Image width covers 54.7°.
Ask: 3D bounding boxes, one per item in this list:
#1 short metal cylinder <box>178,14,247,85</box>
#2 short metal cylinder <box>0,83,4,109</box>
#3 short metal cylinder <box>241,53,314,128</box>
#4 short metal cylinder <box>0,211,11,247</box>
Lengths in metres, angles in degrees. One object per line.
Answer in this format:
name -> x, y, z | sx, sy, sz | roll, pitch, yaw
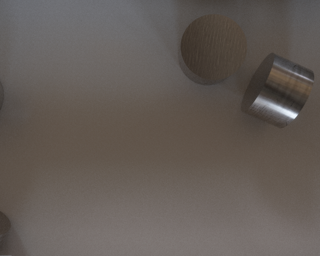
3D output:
short metal cylinder -> 0.065, -0.098, 0.399 | 0.081, 0.050, 0.080 | 0, 90, 0
short metal cylinder -> -0.241, -0.043, 0.384 | 0.081, 0.050, 0.079 | -1, 92, -21
short metal cylinder -> 0.143, -0.046, 0.385 | 0.050, 0.080, 0.080 | 24, 90, 0
short metal cylinder -> -0.236, 0.132, 0.382 | 0.080, 0.080, 0.050 | 28, 90, 0
